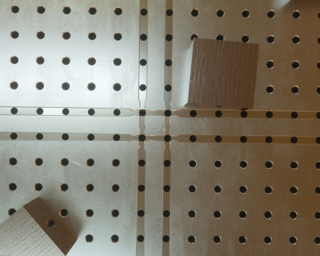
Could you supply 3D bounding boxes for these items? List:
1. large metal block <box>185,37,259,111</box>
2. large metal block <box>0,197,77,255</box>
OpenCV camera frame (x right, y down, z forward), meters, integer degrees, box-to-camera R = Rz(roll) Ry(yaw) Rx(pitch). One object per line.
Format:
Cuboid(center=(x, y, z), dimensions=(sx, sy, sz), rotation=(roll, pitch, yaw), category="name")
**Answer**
Cuboid(center=(0.077, -0.067, 0.402), dimensions=(0.081, 0.050, 0.079), rotation=(5, 90, -1), category="large metal block")
Cuboid(center=(-0.171, 0.150, 0.399), dimensions=(0.080, 0.050, 0.080), rotation=(-40, 91, 0), category="large metal block")
